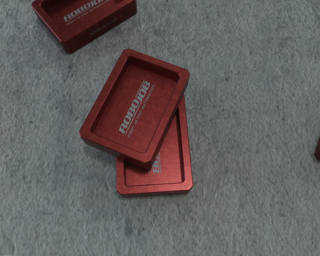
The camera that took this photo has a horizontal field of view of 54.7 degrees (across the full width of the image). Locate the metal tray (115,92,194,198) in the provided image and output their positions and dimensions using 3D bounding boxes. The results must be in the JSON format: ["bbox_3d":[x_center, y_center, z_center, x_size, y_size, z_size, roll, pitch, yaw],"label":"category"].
[{"bbox_3d":[-0.009,0.020,0.398,0.091,0.030,0.129,-3,70,-2],"label":"metal tray"}]

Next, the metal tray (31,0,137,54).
[{"bbox_3d":[-0.112,-0.183,0.470,0.131,0.030,0.090,-37,74,-13],"label":"metal tray"}]

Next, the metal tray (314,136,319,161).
[{"bbox_3d":[0.271,-0.002,0.409,0.090,0.030,0.130,25,72,8],"label":"metal tray"}]

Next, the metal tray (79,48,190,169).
[{"bbox_3d":[-0.028,-0.026,0.382,0.090,0.030,0.130,22,71,7],"label":"metal tray"}]
